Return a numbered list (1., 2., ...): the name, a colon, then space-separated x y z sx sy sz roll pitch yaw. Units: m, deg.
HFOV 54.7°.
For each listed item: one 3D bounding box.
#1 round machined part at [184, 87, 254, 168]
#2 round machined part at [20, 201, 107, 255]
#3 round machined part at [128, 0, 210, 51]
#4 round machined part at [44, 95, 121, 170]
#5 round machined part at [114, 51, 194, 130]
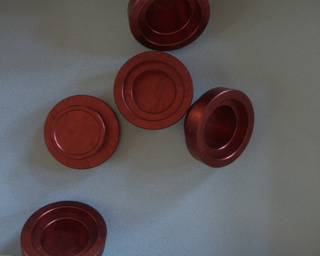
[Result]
1. round machined part: 0.069 -0.003 0.387 0.099 0.042 0.097 -12 112 -33
2. round machined part: -0.117 0.141 0.382 0.099 0.098 0.042 13 123 0
3. round machined part: 0.009 -0.146 0.383 0.099 0.098 0.042 -11 57 0
4. round machined part: -0.102 0.005 0.402 0.099 0.042 0.097 0 90 0
5. round machined part: -0.007 -0.046 0.401 0.099 0.042 0.097 0 88 2
